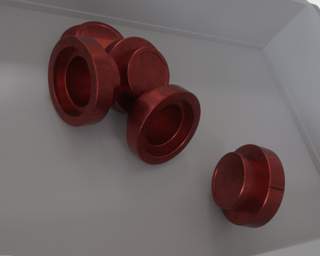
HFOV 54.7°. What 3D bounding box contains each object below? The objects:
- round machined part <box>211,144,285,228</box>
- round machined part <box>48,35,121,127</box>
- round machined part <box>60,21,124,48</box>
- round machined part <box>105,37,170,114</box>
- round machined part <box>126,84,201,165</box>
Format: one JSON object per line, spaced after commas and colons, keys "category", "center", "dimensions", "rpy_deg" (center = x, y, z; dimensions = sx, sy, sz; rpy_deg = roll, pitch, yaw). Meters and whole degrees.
{"category": "round machined part", "center": [0.097, 0.066, 0.371], "dimensions": [0.042, 0.097, 0.098], "rpy_deg": [17, 55, -19]}
{"category": "round machined part", "center": [-0.082, -0.052, 0.348], "dimensions": [0.042, 0.098, 0.098], "rpy_deg": [-11, 67, -46]}
{"category": "round machined part", "center": [-0.083, -0.102, 0.412], "dimensions": [0.099, 0.042, 0.098], "rpy_deg": [14, 56, -21]}
{"category": "round machined part", "center": [-0.026, -0.065, 0.391], "dimensions": [0.099, 0.042, 0.097], "rpy_deg": [-4, 96, -44]}
{"category": "round machined part", "center": [0.000, -0.008, 0.373], "dimensions": [0.099, 0.097, 0.042], "rpy_deg": [-20, 41, -36]}
